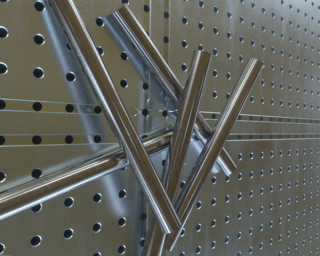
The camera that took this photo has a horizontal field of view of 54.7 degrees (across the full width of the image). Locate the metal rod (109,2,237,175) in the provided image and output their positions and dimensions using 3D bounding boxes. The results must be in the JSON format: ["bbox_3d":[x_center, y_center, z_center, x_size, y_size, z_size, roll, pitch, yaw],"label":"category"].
[{"bbox_3d":[0.032,-0.037,0.437,0.300,0.025,0.025,52,60,-28],"label":"metal rod"}]

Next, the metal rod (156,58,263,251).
[{"bbox_3d":[0.075,0.030,0.445,0.025,0.025,0.300,36,77,-35],"label":"metal rod"}]

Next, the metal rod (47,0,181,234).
[{"bbox_3d":[-0.048,-0.014,0.345,0.025,0.025,0.299,-33,103,-36],"label":"metal rod"}]

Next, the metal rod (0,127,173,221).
[{"bbox_3d":[-0.079,0.048,0.344,0.302,0.025,0.025,-20,103,-38],"label":"metal rod"}]

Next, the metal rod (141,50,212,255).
[{"bbox_3d":[0.018,0.048,0.398,0.025,0.025,0.298,15,89,-39],"label":"metal rod"}]
